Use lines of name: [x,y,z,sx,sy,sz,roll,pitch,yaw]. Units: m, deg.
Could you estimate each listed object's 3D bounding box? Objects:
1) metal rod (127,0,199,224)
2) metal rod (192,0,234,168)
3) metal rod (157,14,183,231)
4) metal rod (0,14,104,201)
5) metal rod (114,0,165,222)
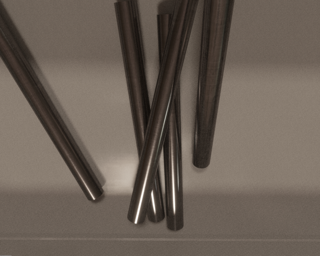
metal rod: [-0.001,-0.012,0.378,0.025,0.025,0.298,12,110,-5]
metal rod: [0.052,-0.052,0.320,0.025,0.025,0.298,-2,139,0]
metal rod: [0.016,0.006,0.413,0.025,0.025,0.298,-3,110,0]
metal rod: [-0.153,-0.032,0.397,0.025,0.025,0.299,-23,109,8]
metal rod: [-0.023,-0.007,0.408,0.025,0.025,0.298,-7,110,2]
